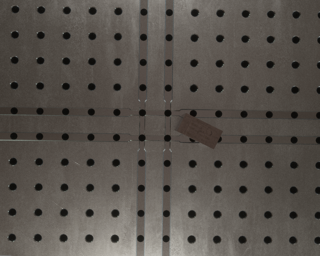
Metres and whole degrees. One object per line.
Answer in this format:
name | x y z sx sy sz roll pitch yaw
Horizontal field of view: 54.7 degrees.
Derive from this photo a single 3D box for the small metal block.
small metal block | 0.049 0.004 0.402 0.050 0.050 0.025 26 90 -1
